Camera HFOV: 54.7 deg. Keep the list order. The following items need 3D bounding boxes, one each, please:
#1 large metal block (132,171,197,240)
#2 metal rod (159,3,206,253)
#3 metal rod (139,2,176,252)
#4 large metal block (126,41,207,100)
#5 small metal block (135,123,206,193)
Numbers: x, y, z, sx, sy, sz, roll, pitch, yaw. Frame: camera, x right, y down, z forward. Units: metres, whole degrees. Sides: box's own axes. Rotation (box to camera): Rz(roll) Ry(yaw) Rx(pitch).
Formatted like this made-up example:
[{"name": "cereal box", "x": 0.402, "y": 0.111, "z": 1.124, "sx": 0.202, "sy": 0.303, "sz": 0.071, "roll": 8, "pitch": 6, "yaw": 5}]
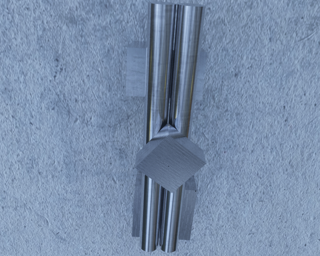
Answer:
[{"name": "large metal block", "x": 0.005, "y": 0.106, "z": 0.436, "sx": 0.081, "sy": 0.050, "sz": 0.079, "roll": 5, "pitch": 110, "yaw": -2}, {"name": "metal rod", "x": 0.020, "y": 0.023, "z": 0.342, "sx": 0.025, "sy": 0.025, "sz": 0.298, "roll": 3, "pitch": 117, "yaw": -1}, {"name": "metal rod", "x": -0.006, "y": 0.022, "z": 0.341, "sx": 0.025, "sy": 0.025, "sz": 0.298, "roll": 3, "pitch": 117, "yaw": -1}, {"name": "large metal block", "x": 0.006, "y": -0.069, "z": 0.357, "sx": 0.081, "sy": 0.080, "sz": 0.050, "roll": 3, "pitch": 110, "yaw": -1}, {"name": "small metal block", "x": 0.010, "y": 0.032, "z": 0.319, "sx": 0.050, "sy": 0.025, "sz": 0.050, "roll": 38, "pitch": 111, "yaw": -19}]
